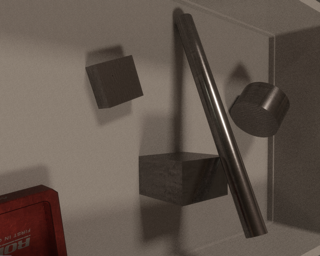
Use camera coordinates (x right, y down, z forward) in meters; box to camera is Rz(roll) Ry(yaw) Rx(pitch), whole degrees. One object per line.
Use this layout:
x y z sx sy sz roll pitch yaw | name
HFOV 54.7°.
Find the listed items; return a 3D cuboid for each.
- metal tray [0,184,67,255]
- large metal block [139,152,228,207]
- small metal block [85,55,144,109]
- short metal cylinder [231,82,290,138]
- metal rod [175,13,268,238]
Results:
-0.154 0.112 0.275 0.131 0.030 0.089 -11 97 -40 | metal tray
0.029 0.061 0.398 0.081 0.080 0.050 -2 91 -40 | large metal block
-0.053 -0.054 0.364 0.050 0.025 0.050 -26 107 -37 | small metal block
0.165 -0.030 0.512 0.080 0.080 0.050 52 60 -28 | short metal cylinder
0.071 -0.017 0.392 0.025 0.025 0.299 1 66 -40 | metal rod
